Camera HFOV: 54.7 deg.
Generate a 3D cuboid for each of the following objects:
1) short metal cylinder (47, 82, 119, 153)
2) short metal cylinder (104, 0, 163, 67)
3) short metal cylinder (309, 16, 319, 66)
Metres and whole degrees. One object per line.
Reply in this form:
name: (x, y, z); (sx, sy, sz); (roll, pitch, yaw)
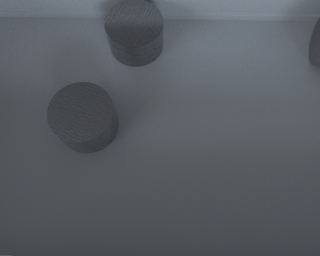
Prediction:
short metal cylinder: (-0.097, -0.012, 0.400); (0.081, 0.050, 0.080); (0, 70, 0)
short metal cylinder: (-0.035, -0.136, 0.446); (0.081, 0.050, 0.080); (0, 70, 0)
short metal cylinder: (0.248, -0.122, 0.427); (0.050, 0.080, 0.080); (10, 70, 4)
